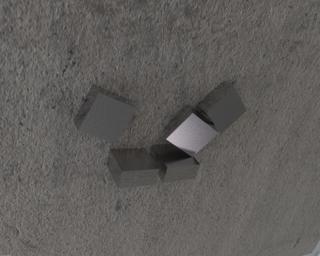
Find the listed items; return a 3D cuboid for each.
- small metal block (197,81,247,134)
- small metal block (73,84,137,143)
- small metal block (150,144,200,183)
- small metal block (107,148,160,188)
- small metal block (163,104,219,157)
[{"bbox_3d":[0.088,-0.029,0.437,0.050,0.025,0.050,-42,130,0],"label":"small metal block"},{"bbox_3d":[-0.064,-0.016,0.362,0.050,0.025,0.050,22,107,-36],"label":"small metal block"},{"bbox_3d":[0.019,0.047,0.429,0.050,0.050,0.025,-2,122,-28],"label":"small metal block"},{"bbox_3d":[-0.036,0.050,0.402,0.050,0.050,0.025,0,119,-29],"label":"small metal block"},{"bbox_3d":[0.041,0.004,0.419,0.050,0.025,0.050,35,110,-26],"label":"small metal block"}]
